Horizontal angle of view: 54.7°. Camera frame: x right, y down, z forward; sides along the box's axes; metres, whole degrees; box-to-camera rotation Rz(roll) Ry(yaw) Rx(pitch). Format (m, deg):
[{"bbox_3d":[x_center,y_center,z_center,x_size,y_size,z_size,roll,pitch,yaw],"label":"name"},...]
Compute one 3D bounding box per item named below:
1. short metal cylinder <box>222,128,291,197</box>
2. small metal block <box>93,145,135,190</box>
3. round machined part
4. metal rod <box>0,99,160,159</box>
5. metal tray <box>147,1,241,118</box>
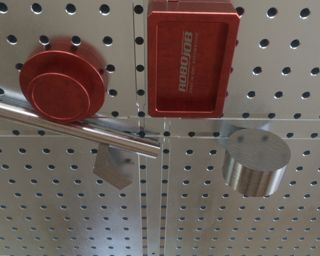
[{"bbox_3d":[0.127,0.045,0.416,0.081,0.080,0.050,0,130,0],"label":"short metal cylinder"},{"bbox_3d":[-0.063,0.051,0.438,0.025,0.050,0.050,-34,123,25],"label":"small metal block"},{"bbox_3d":[-0.113,-0.045,0.361,0.099,0.042,0.097,-1,130,0],"label":"round machined part"},{"bbox_3d":[-0.145,-0.008,0.402,0.302,0.025,0.025,16,128,-14],"label":"metal rod"},{"bbox_3d":[0.032,-0.071,0.348,0.091,0.030,0.129,1,130,-1],"label":"metal tray"}]
